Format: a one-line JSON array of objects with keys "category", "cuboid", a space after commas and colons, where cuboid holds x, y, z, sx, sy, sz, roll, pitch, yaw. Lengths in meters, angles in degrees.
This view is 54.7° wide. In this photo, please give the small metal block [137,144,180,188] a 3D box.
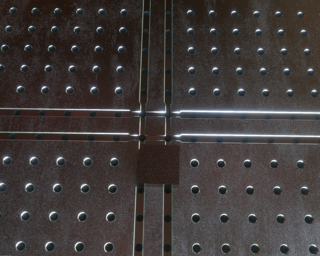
[{"category": "small metal block", "cuboid": [-0.001, 0.049, 0.394, 0.050, 0.025, 0.050, 2, 70, 0]}]
